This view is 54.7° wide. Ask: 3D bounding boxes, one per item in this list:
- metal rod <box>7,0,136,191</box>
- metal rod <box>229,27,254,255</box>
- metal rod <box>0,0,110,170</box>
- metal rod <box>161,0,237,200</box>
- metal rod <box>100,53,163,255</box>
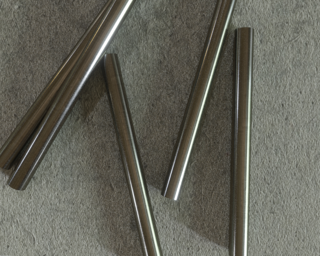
[{"bbox_3d":[-0.111,-0.051,0.394,0.025,0.025,0.299,32,96,0],"label":"metal rod"},{"bbox_3d":[0.108,0.019,0.410,0.025,0.025,0.298,1,90,0],"label":"metal rod"},{"bbox_3d":[-0.121,-0.074,0.408,0.025,0.025,0.299,36,90,0],"label":"metal rod"},{"bbox_3d":[0.055,-0.053,0.410,0.025,0.025,0.298,16,90,0],"label":"metal rod"},{"bbox_3d":[-0.036,0.051,0.409,0.025,0.025,0.298,-13,90,0],"label":"metal rod"}]
